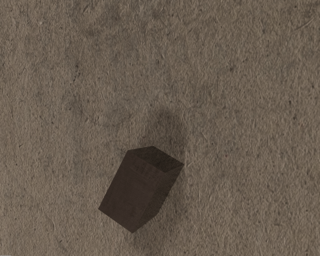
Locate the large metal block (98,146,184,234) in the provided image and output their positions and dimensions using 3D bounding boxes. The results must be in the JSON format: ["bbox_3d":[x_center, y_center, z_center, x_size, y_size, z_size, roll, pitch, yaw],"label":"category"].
[{"bbox_3d":[-0.020,0.071,0.386,0.050,0.080,0.080,30,100,17],"label":"large metal block"}]
